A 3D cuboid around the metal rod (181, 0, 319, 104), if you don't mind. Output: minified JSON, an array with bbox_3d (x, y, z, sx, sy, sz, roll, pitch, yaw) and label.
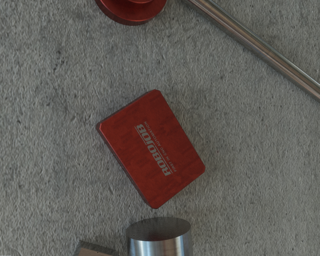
[{"bbox_3d":[0.155,-0.117,0.467,0.301,0.025,0.025,30,80,-18],"label":"metal rod"}]

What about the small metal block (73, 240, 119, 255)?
[{"bbox_3d":[-0.083,0.172,0.379,0.050,0.025,0.050,24,82,-19],"label":"small metal block"}]

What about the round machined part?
[{"bbox_3d":[-0.034,-0.183,0.388,0.099,0.042,0.097,0,90,-21],"label":"round machined part"}]

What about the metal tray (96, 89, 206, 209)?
[{"bbox_3d":[-0.010,0.027,0.404,0.090,0.030,0.130,-35,102,-17],"label":"metal tray"}]

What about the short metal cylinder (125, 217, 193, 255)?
[{"bbox_3d":[0.000,0.147,0.381,0.081,0.080,0.050,-6,92,-20],"label":"short metal cylinder"}]
